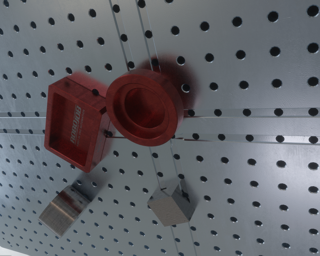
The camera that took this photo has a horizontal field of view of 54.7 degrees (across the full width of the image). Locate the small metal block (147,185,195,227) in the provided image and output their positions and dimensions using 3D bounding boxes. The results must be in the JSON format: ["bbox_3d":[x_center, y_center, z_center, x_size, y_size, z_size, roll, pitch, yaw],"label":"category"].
[{"bbox_3d":[0.017,0.121,0.477,0.050,0.025,0.050,-25,105,37],"label":"small metal block"}]

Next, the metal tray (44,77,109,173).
[{"bbox_3d":[-0.129,-0.001,0.474,0.090,0.030,0.129,28,128,10],"label":"metal tray"}]

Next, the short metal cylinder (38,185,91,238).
[{"bbox_3d":[-0.170,0.149,0.558,0.050,0.080,0.080,39,129,1],"label":"short metal cylinder"}]

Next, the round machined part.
[{"bbox_3d":[-0.016,-0.028,0.391,0.098,0.042,0.097,13,124,21],"label":"round machined part"}]
